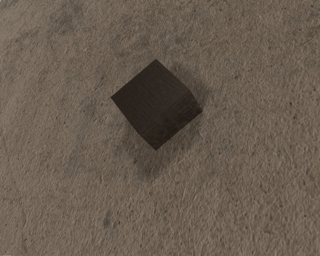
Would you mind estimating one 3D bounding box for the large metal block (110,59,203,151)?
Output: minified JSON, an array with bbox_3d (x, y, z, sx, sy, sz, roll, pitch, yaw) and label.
[{"bbox_3d":[-0.005,-0.032,0.409,0.080,0.050,0.080,-40,51,0],"label":"large metal block"}]
